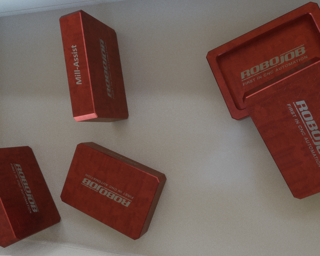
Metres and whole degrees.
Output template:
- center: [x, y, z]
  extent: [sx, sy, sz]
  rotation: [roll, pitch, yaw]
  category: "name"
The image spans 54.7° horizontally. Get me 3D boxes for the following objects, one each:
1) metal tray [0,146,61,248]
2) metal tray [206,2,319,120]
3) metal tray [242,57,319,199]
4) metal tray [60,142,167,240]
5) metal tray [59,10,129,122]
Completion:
- center: [-0.206, 0.092, 0.446]
  extent: [0.030, 0.090, 0.130]
  rotation: [-29, 81, 17]
  category: "metal tray"
- center: [0.131, -0.073, 0.361]
  extent: [0.130, 0.030, 0.090]
  rotation: [-23, 82, 18]
  category: "metal tray"
- center: [0.158, 0.002, 0.331]
  extent: [0.090, 0.030, 0.130]
  rotation: [-28, 99, 18]
  category: "metal tray"
- center: [-0.067, 0.083, 0.430]
  extent: [0.130, 0.030, 0.089]
  rotation: [22, 97, 18]
  category: "metal tray"
- center: [-0.082, -0.074, 0.403]
  extent: [0.030, 0.090, 0.129]
  rotation: [-10, 87, 19]
  category: "metal tray"
